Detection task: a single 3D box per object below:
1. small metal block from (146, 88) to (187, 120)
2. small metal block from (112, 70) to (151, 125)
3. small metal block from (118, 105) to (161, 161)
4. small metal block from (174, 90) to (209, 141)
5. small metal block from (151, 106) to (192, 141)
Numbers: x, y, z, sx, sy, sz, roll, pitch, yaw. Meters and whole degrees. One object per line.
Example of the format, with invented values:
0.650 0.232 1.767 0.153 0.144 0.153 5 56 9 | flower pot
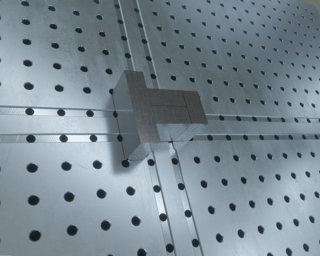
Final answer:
-0.002 -0.027 0.408 0.050 0.050 0.025 0 62 -29 | small metal block
-0.038 -0.038 0.395 0.025 0.050 0.050 0 62 -29 | small metal block
-0.026 0.006 0.375 0.025 0.050 0.050 0 62 -29 | small metal block
0.035 -0.016 0.421 0.025 0.050 0.050 0 62 -29 | small metal block
0.004 -0.005 0.398 0.050 0.050 0.025 0 62 -29 | small metal block
